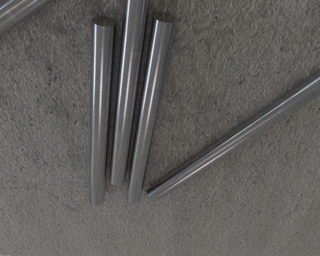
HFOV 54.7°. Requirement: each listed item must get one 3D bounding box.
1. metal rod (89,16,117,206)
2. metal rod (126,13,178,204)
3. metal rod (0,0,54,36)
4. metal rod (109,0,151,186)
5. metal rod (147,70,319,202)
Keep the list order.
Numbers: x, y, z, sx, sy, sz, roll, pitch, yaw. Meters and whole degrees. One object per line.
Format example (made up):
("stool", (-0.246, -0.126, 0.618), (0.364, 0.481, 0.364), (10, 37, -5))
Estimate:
("metal rod", (-0.080, 0.004, 0.409), (0.025, 0.025, 0.298), (7, 130, -6))
("metal rod", (-0.019, 0.001, 0.407), (0.025, 0.025, 0.298), (7, 130, -6))
("metal rod", (-0.159, -0.110, 0.311), (0.300, 0.025, 0.025), (-23, 126, 18))
("metal rod", (-0.041, -0.034, 0.377), (0.025, 0.025, 0.298), (7, 130, -6))
("metal rod", (0.091, 0.024, 0.428), (0.025, 0.025, 0.299), (36, 121, -27))
